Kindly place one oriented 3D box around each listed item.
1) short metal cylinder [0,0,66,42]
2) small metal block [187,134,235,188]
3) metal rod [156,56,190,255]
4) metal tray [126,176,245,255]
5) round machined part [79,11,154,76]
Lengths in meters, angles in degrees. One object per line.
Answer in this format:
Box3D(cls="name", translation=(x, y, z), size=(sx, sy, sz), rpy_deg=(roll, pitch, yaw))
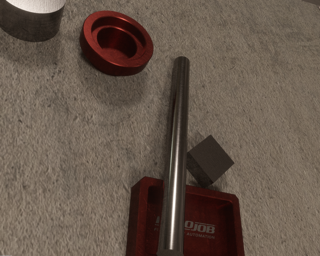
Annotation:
Box3D(cls="short metal cylinder", translation=(-0.166, -0.158, 0.395), size=(0.081, 0.050, 0.080), rpy_deg=(14, 56, -21))
Box3D(cls="small metal block", translation=(0.063, 0.044, 0.413), size=(0.050, 0.025, 0.050), rpy_deg=(-33, 80, -38))
Box3D(cls="metal rod", translation=(0.022, 0.007, 0.385), size=(0.025, 0.025, 0.300), rpy_deg=(22, 45, -16))
Box3D(cls="metal tray", translation=(0.031, 0.112, 0.350), size=(0.131, 0.030, 0.090), rpy_deg=(15, 56, -20))
Box3D(cls="round machined part", translation=(-0.062, -0.111, 0.428), size=(0.099, 0.042, 0.098), rpy_deg=(14, 56, -21))
